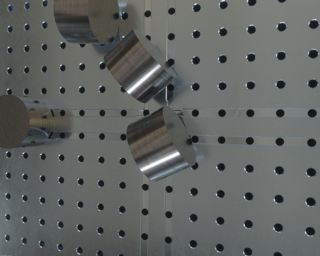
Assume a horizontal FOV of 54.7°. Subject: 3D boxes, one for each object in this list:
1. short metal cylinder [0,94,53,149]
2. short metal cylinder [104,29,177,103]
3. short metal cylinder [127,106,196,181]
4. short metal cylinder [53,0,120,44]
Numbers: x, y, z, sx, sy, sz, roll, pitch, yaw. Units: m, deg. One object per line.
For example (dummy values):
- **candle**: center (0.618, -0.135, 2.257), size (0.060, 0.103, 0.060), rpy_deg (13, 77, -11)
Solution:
- **short metal cylinder**: center (-0.214, -0.010, 0.475), size (0.080, 0.050, 0.079), rpy_deg (0, 90, 20)
- **short metal cylinder**: center (-0.024, -0.078, 0.392), size (0.050, 0.080, 0.080), rpy_deg (-39, 78, 16)
- **short metal cylinder**: center (0.003, 0.019, 0.382), size (0.050, 0.080, 0.080), rpy_deg (-27, 81, 18)
- **short metal cylinder**: center (-0.096, -0.154, 0.417), size (0.050, 0.080, 0.079), rpy_deg (7, 92, 20)
